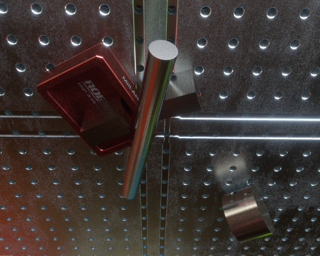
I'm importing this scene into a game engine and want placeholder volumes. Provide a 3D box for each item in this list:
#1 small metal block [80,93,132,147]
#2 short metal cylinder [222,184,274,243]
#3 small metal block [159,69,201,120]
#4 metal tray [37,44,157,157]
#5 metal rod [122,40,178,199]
[{"bbox_3d":[-0.063,-0.011,0.368,0.050,0.050,0.025,-21,127,16],"label":"small metal block"},{"bbox_3d":[0.140,0.135,0.493,0.050,0.080,0.080,-26,126,20],"label":"short metal cylinder"},{"bbox_3d":[0.018,-0.040,0.362,0.050,0.050,0.025,-14,129,11],"label":"small metal block"},{"bbox_3d":[-0.072,-0.027,0.383,0.090,0.030,0.130,-22,127,17],"label":"metal tray"},{"bbox_3d":[-0.023,0.019,0.381,0.025,0.025,0.298,8,144,-7],"label":"metal rod"}]
